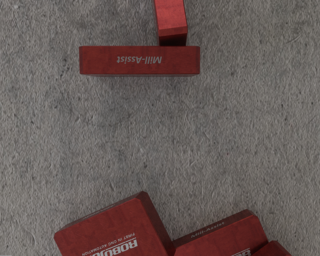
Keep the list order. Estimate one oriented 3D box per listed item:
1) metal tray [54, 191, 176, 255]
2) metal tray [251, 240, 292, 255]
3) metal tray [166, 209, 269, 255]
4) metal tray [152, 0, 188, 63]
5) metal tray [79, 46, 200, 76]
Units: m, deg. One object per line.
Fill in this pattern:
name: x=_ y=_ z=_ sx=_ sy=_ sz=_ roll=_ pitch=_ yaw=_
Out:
metal tray: x=-0.058 y=0.146 z=0.390 sx=0.130 sy=0.030 sz=0.090 roll=-27 pitch=89 yaw=15
metal tray: x=0.117 y=0.213 z=0.387 sx=0.130 sy=0.030 sz=0.090 roll=-34 pitch=112 yaw=-5
metal tray: x=0.081 y=0.175 z=0.408 sx=0.131 sy=0.030 sz=0.090 roll=-23 pitch=90 yaw=0
metal tray: x=0.006 y=-0.152 z=0.366 sx=0.030 sy=0.090 sz=0.129 roll=-8 pitch=80 yaw=0
metal tray: x=-0.022 y=-0.079 z=0.375 sx=0.131 sy=0.090 sz=0.030 roll=0 pitch=97 yaw=0
